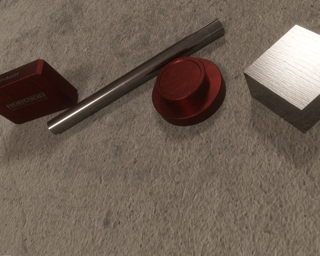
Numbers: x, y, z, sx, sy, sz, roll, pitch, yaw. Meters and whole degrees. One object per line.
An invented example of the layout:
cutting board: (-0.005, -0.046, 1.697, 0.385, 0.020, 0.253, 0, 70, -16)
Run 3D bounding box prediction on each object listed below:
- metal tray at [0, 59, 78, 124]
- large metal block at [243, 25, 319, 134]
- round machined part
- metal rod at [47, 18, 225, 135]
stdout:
metal tray: (-0.215, -0.054, 0.505, 0.130, 0.090, 0.030, -16, 56, 19)
large metal block: (0.154, -0.055, 0.340, 0.080, 0.050, 0.080, -42, 51, -1)
round machined part: (0.033, -0.055, 0.408, 0.098, 0.042, 0.098, -13, 56, 20)
metal rod: (-0.041, -0.074, 0.469, 0.301, 0.025, 0.025, -30, 52, 8)
